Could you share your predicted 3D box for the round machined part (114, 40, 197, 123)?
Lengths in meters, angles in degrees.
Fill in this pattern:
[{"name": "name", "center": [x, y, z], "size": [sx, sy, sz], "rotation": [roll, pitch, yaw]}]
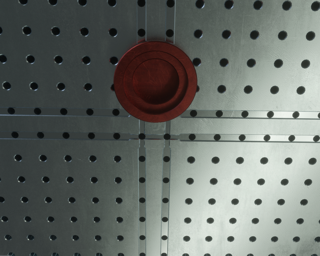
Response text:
[{"name": "round machined part", "center": [-0.005, -0.059, 0.383], "size": [0.099, 0.042, 0.097], "rotation": [0, 110, -1]}]
